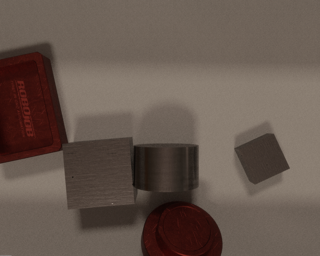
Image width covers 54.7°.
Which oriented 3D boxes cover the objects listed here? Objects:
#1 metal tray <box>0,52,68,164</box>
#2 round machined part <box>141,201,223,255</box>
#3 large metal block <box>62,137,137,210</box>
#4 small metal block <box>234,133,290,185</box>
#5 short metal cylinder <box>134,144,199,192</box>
[{"bbox_3d":[-0.181,-0.025,0.406,0.091,0.030,0.129,-12,90,-1],"label":"metal tray"},{"bbox_3d":[0.028,0.131,0.375,0.099,0.098,0.042,12,133,-1],"label":"round machined part"},{"bbox_3d":[-0.074,0.055,0.398,0.081,0.050,0.079,-5,90,-1],"label":"large metal block"},{"bbox_3d":[0.135,0.040,0.413,0.050,0.025,0.050,-25,90,-1],"label":"small metal block"},{"bbox_3d":[0.008,0.046,0.384,0.081,0.080,0.050,0,90,-1],"label":"short metal cylinder"}]
